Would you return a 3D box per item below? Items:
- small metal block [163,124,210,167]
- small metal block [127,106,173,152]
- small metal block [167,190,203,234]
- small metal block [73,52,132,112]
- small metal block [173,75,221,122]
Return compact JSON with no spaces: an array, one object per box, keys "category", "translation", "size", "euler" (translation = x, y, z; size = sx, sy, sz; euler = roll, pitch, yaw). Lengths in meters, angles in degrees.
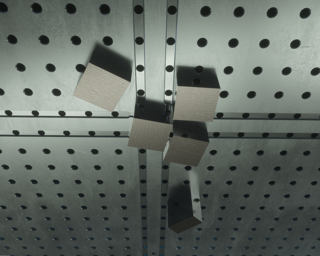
[{"category":"small metal block","translation":[0.035,0.025,0.433],"size":[0.050,0.025,0.050],"euler":[11,129,-10]},{"category":"small metal block","translation":[-0.014,0.002,0.413],"size":[0.050,0.025,0.050],"euler":[10,130,-9]},{"category":"small metal block","translation":[0.040,0.139,0.515],"size":[0.050,0.050,0.025],"euler":[-33,123,24]},{"category":"small metal block","translation":[-0.068,-0.053,0.366],"size":[0.050,0.025,0.050],"euler":[24,126,-20]},{"category":"small metal block","translation":[0.043,-0.036,0.382],"size":[0.050,0.025,0.050],"euler":[3,130,-3]}]
